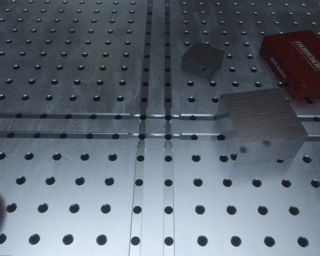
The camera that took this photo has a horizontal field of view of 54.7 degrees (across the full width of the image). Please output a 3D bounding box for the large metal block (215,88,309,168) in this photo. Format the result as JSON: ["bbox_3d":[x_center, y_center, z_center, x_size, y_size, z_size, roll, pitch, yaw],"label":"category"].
[{"bbox_3d":[0.124,-0.002,0.395,0.081,0.050,0.080,-7,51,-7],"label":"large metal block"}]

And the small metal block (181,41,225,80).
[{"bbox_3d":[0.069,-0.110,0.501,0.050,0.025,0.050,27,55,20],"label":"small metal block"}]

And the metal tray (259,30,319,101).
[{"bbox_3d":[0.230,-0.104,0.495,0.091,0.030,0.130,-10,51,-9],"label":"metal tray"}]
